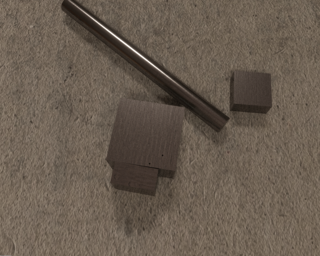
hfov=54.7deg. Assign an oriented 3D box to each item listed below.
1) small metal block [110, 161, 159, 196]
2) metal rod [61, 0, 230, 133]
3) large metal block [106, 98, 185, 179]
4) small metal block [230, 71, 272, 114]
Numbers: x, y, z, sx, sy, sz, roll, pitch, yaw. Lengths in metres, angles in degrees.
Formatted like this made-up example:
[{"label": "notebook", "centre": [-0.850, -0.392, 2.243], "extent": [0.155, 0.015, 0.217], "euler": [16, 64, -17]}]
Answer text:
[{"label": "small metal block", "centre": [-0.029, 0.062, 0.372], "extent": [0.050, 0.050, 0.025], "euler": [10, 71, 3]}, {"label": "metal rod", "centre": [-0.028, -0.096, 0.442], "extent": [0.300, 0.025, 0.025], "euler": [40, 75, 13]}, {"label": "large metal block", "centre": [-0.016, 0.014, 0.390], "extent": [0.080, 0.050, 0.080], "euler": [9, 70, 3]}, {"label": "small metal block", "centre": [0.125, -0.049, 0.428], "extent": [0.050, 0.025, 0.050], "euler": [5, 70, 1]}]
